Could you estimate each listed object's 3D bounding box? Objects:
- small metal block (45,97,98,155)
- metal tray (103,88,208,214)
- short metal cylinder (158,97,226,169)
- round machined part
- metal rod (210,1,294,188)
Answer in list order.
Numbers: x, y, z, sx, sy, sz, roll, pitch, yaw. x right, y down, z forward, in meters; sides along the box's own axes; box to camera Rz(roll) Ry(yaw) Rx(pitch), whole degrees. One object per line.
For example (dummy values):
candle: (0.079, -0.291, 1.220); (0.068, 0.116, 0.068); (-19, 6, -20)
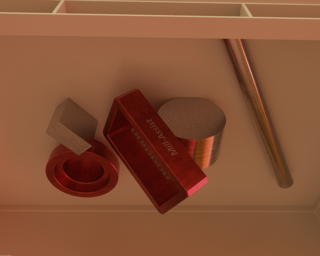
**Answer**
small metal block: (-0.109, -0.002, 0.389); (0.025, 0.050, 0.050); (-33, 123, 24)
metal tray: (-0.012, 0.030, 0.360); (0.030, 0.130, 0.090); (-30, 166, -31)
short metal cylinder: (0.037, 0.005, 0.378); (0.081, 0.080, 0.050); (0, 130, -1)
round machined part: (-0.107, 0.052, 0.441); (0.099, 0.042, 0.097); (-1, 131, 0)
metal rod: (0.128, -0.018, 0.395); (0.025, 0.025, 0.299); (-21, 128, 16)
